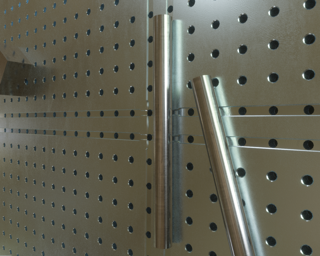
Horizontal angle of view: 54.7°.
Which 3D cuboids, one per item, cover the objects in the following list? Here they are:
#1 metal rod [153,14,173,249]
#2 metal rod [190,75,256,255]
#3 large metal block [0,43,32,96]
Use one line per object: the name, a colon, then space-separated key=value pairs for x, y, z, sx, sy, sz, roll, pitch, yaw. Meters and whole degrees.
metal rod: x=0.004 y=0.005 z=0.406 sx=0.025 sy=0.025 sz=0.298 roll=0 pitch=90 yaw=40
metal rod: x=0.079 y=0.086 z=0.343 sx=0.025 sy=0.025 sz=0.299 roll=-20 pitch=78 yaw=38
large metal block: x=-0.326 y=-0.125 z=0.663 sx=0.080 sy=0.050 sz=0.080 roll=45 pitch=117 yaw=30
